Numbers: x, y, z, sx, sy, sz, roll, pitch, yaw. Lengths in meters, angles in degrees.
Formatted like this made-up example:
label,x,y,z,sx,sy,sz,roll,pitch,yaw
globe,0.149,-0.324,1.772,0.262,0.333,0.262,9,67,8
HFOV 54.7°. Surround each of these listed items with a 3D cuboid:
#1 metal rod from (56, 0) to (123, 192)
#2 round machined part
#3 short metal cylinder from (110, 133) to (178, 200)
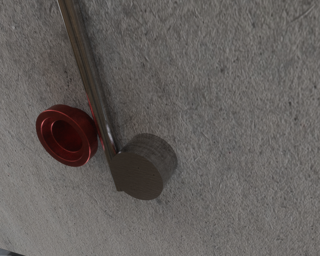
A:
label,x,y,z,sx,sy,sz,roll,pitch,yaw
metal rod,-0.087,-0.037,0.429,0.025,0.025,0.298,3,120,27
round machined part,-0.135,0.008,0.472,0.098,0.042,0.097,13,124,21
short metal cylinder,-0.022,0.054,0.436,0.080,0.050,0.079,13,124,21
